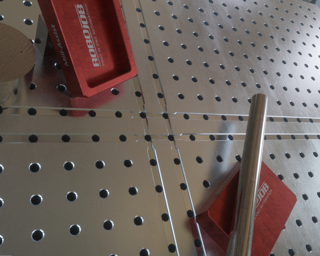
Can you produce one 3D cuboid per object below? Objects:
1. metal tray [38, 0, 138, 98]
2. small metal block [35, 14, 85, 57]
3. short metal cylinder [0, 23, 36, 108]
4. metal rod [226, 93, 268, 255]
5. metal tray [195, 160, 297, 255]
[{"bbox_3d":[-0.084,-0.112,0.379,0.091,0.030,0.129,-33,120,-38],"label":"metal tray"},{"bbox_3d":[-0.128,-0.121,0.397,0.050,0.050,0.025,-23,75,-36],"label":"small metal block"},{"bbox_3d":[-0.181,-0.068,0.336,0.081,0.050,0.080,14,56,-21],"label":"short metal cylinder"},{"bbox_3d":[0.111,0.067,0.387,0.025,0.025,0.300,29,52,-10],"label":"metal rod"},{"bbox_3d":[0.117,0.104,0.404,0.090,0.030,0.131,47,51,4],"label":"metal tray"}]
